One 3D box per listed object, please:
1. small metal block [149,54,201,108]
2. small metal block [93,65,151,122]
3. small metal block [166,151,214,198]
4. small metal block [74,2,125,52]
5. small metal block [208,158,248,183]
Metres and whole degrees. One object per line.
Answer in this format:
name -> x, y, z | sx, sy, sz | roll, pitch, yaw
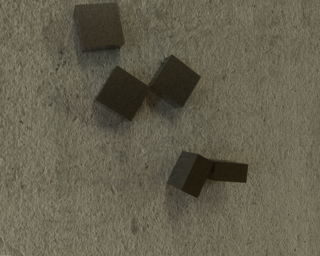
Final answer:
small metal block -> 0.018, -0.061, 0.416 | 0.050, 0.025, 0.050 | 35, 79, -17
small metal block -> -0.048, -0.042, 0.391 | 0.050, 0.025, 0.050 | 33, 79, -17
small metal block -> 0.039, 0.060, 0.410 | 0.025, 0.050, 0.050 | 29, 80, -18
small metal block -> -0.075, -0.123, 0.381 | 0.050, 0.025, 0.050 | -12, 94, -20
small metal block -> 0.084, 0.058, 0.427 | 0.050, 0.050, 0.025 | 7, 88, -20
